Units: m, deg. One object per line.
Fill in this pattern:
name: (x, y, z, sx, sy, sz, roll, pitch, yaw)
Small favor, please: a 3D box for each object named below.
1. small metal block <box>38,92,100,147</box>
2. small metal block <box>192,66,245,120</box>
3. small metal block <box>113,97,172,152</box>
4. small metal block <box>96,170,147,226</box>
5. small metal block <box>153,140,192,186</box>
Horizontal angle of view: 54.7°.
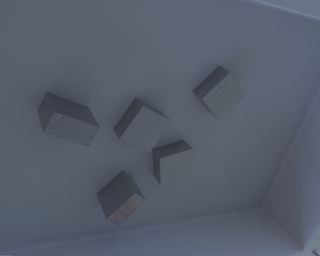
small metal block: (-0.099, -0.010, 0.333, 0.050, 0.050, 0.025, 22, 107, -36)
small metal block: (0.081, -0.047, 0.423, 0.050, 0.025, 0.050, -44, 129, 2)
small metal block: (-0.022, -0.003, 0.395, 0.050, 0.025, 0.050, 28, 103, -38)
small metal block: (-0.054, 0.095, 0.422, 0.050, 0.050, 0.025, -42, 129, 0)
small metal block: (0.018, 0.050, 0.449, 0.050, 0.025, 0.050, -15, 125, -20)
